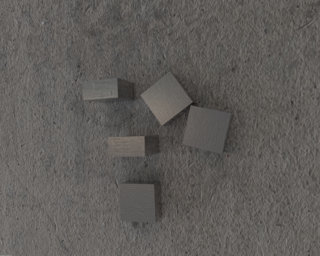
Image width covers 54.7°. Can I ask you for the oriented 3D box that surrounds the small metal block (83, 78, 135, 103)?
[{"bbox_3d":[-0.068,-0.050,0.420,0.050,0.050,0.025,-3,89,20],"label":"small metal block"}]

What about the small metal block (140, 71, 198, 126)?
[{"bbox_3d":[0.012,-0.038,0.405,0.050,0.025,0.050,-38,78,16],"label":"small metal block"}]

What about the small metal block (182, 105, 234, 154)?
[{"bbox_3d":[0.060,0.001,0.388,0.050,0.025,0.050,13,94,19],"label":"small metal block"}]

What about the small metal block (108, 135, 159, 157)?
[{"bbox_3d":[-0.033,0.023,0.407,0.050,0.050,0.025,-2,90,20],"label":"small metal block"}]

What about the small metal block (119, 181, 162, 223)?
[{"bbox_3d":[-0.026,0.098,0.418,0.050,0.025,0.050,-3,89,20],"label":"small metal block"}]
